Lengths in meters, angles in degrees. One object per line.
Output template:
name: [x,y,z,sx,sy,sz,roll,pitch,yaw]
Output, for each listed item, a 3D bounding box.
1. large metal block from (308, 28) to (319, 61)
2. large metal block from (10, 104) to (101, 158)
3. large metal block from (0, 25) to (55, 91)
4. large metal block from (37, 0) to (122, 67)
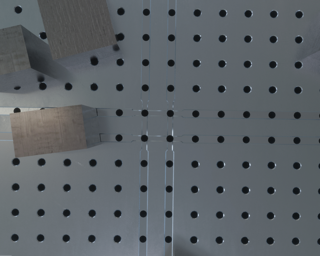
large metal block: [0.256,-0.120,0.402,0.080,0.050,0.080,23,90,0]
large metal block: [-0.124,0.003,0.385,0.080,0.080,0.050,-7,90,0]
large metal block: [-0.188,-0.082,0.385,0.080,0.080,0.050,-13,90,0]
large metal block: [-0.101,-0.131,0.400,0.080,0.050,0.080,-15,90,0]
